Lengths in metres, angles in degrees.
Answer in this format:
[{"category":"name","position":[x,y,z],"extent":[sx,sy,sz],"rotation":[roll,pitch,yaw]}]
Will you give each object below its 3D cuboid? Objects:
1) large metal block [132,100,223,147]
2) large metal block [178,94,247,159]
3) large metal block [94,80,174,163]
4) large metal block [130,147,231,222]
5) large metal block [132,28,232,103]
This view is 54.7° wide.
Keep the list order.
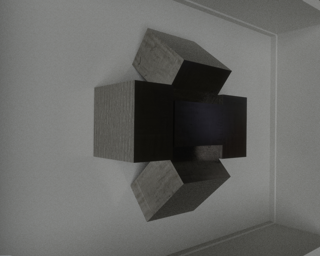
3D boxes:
[{"category":"large metal block","position":[0.021,-0.005,0.386],"extent":[0.081,0.080,0.050],"rotation":[1,90,-40]},{"category":"large metal block","position":[0.071,-0.002,0.429],"extent":[0.050,0.080,0.080],"rotation":[1,90,-40]},{"category":"large metal block","position":[-0.031,-0.006,0.343],"extent":[0.050,0.080,0.080],"rotation":[1,90,-40]},{"category":"large metal block","position":[0.024,0.066,0.381],"extent":[0.081,0.080,0.050],"rotation":[1,48,-41]},{"category":"large metal block","position":[0.026,-0.075,0.382],"extent":[0.081,0.080,0.050],"rotation":[2,126,-40]}]
